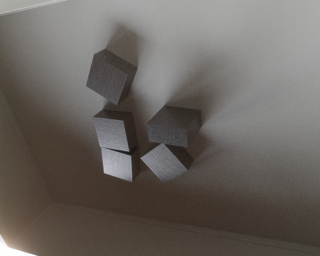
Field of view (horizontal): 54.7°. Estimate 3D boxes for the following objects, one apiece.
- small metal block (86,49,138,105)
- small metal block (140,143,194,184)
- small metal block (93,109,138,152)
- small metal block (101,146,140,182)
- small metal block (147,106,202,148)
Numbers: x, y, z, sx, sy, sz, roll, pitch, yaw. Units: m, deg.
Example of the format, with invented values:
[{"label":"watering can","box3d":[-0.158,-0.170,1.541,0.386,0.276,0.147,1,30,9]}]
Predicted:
[{"label":"small metal block","box3d":[-0.063,-0.066,0.401,0.050,0.025,0.050,32,129,7]},{"label":"small metal block","box3d":[0.010,0.043,0.430,0.050,0.025,0.050,48,129,-6]},{"label":"small metal block","box3d":[-0.063,0.003,0.444,0.050,0.025,0.050,7,122,24]},{"label":"small metal block","box3d":[-0.059,0.049,0.470,0.050,0.025,0.050,14,124,20]},{"label":"small metal block","box3d":[0.019,-0.003,0.381,0.050,0.050,0.025,8,122,24]}]
